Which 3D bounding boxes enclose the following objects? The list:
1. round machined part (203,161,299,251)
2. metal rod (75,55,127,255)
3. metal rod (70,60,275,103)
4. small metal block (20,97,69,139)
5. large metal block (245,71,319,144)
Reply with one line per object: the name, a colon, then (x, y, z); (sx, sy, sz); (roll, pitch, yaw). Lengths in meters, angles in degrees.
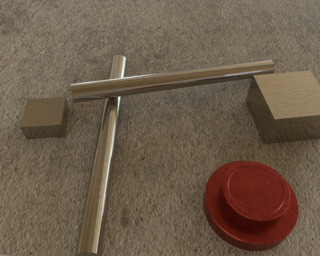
round machined part: (0.098, 0.075, 0.331); (0.099, 0.042, 0.098); (0, 50, 0)
metal rod: (-0.067, 0.009, 0.394); (0.025, 0.025, 0.300); (1, 50, 0)
metal rod: (0.029, -0.069, 0.441); (0.302, 0.025, 0.025); (-10, 51, -17)
small metal block: (-0.152, -0.014, 0.413); (0.050, 0.025, 0.050); (-3, 50, -3)
large metal block: (0.170, -0.029, 0.413); (0.081, 0.050, 0.080); (-5, 50, -5)
